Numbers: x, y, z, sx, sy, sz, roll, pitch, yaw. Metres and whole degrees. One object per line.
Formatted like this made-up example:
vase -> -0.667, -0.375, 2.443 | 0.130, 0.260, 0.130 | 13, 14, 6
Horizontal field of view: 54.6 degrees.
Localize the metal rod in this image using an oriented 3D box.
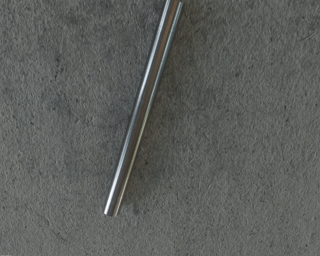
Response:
metal rod -> -0.027, -0.012, 0.404 | 0.025, 0.025, 0.298 | 16, 109, -6
